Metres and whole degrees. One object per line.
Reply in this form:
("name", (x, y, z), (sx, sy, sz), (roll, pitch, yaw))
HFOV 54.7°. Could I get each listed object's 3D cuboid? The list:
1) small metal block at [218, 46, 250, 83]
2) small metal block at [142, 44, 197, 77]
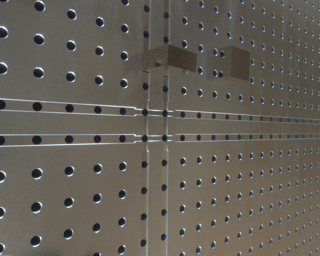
("small metal block", (0.124, -0.105, 0.516), (0.050, 0.025, 0.050), (4, 87, -40))
("small metal block", (0.012, -0.086, 0.405), (0.050, 0.050, 0.025), (6, 87, -40))
